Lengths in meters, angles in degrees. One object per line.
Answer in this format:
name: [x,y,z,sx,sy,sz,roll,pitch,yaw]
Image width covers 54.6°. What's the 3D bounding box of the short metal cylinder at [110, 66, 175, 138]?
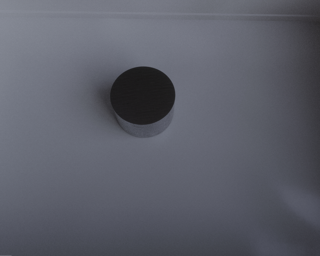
short metal cylinder: [-0.021,-0.033,0.406,0.080,0.050,0.080,0,70,0]
